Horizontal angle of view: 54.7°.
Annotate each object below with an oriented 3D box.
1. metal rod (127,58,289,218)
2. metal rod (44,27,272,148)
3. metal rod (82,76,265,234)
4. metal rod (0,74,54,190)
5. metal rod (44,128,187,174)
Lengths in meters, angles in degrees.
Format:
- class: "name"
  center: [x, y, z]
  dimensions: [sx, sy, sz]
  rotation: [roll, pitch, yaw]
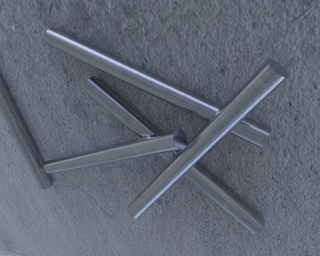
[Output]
- class: "metal rod"
  center: [0.035, 0.035, 0.376]
  dimensions: [0.025, 0.025, 0.298]
  rotation: [40, 129, 1]
- class: "metal rod"
  center: [-0.012, -0.055, 0.379]
  dimensions: [0.301, 0.025, 0.025]
  rotation: [27, 128, 11]
- class: "metal rod"
  center: [0.018, 0.036, 0.419]
  dimensions: [0.300, 0.025, 0.025]
  rotation: [40, 129, 0]
- class: "metal rod"
  center: [-0.252, -0.022, 0.526]
  dimensions: [0.025, 0.025, 0.298]
  rotation: [-2, 118, 29]
- class: "metal rod"
  center: [-0.086, 0.041, 0.456]
  dimensions: [0.299, 0.025, 0.025]
  rotation: [-14, 111, 41]
